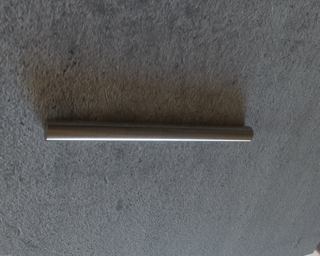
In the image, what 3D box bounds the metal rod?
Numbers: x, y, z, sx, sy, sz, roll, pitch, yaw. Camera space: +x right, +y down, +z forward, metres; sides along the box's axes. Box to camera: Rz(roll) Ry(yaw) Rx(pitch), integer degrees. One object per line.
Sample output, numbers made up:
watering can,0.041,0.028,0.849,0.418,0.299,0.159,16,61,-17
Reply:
metal rod,0.006,0.006,0.414,0.302,0.025,0.025,2,118,-29
